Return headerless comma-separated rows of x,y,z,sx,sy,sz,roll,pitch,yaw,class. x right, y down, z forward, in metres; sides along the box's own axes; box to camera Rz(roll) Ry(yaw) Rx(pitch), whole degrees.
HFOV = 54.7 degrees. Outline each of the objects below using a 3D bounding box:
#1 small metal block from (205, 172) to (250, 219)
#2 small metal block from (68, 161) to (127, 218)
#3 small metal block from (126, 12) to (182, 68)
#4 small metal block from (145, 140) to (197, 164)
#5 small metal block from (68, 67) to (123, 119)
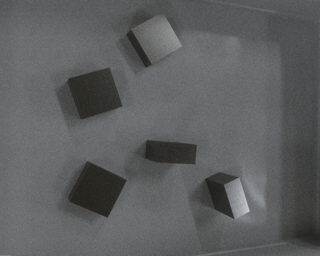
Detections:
0.093,0.093,0.433,0.025,0.050,0.050,-21,97,-19,small metal block
-0.077,0.075,0.383,0.050,0.025,0.050,30,80,-18,small metal block
-0.008,-0.115,0.409,0.050,0.025,0.050,-35,102,-17,small metal block
0.013,0.031,0.403,0.050,0.050,0.025,5,89,-20,small metal block
-0.080,-0.042,0.381,0.050,0.025,0.050,-20,97,-19,small metal block
